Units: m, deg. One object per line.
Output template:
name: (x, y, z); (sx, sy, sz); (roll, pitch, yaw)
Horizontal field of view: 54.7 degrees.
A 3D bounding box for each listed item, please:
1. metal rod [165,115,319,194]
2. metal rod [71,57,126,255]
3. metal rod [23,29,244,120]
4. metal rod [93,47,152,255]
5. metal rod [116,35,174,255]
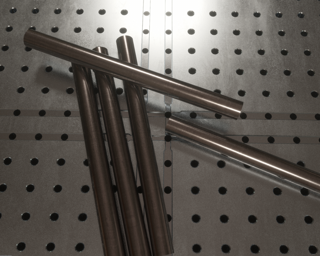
metal rod: (0.150, 0.050, 0.395); (0.301, 0.025, 0.025); (22, 71, 7)
metal rod: (-0.080, 0.037, 0.397); (0.025, 0.025, 0.299); (-13, 71, -5)
metal rod: (-0.039, -0.073, 0.410); (0.301, 0.025, 0.025); (20, 71, 6)
metal rod: (-0.053, 0.026, 0.401); (0.025, 0.025, 0.299); (-13, 71, -5)
metal rod: (-0.024, 0.009, 0.408); (0.025, 0.025, 0.299); (-10, 70, -4)
